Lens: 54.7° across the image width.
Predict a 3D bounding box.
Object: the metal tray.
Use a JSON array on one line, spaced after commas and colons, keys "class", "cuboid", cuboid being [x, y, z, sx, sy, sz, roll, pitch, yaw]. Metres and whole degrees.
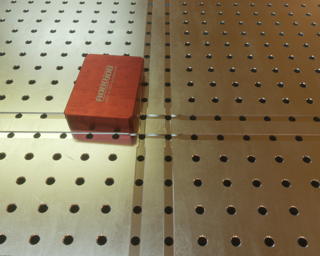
[{"class": "metal tray", "cuboid": [-0.075, -0.054, 0.449, 0.091, 0.030, 0.130, 4, 50, 3]}]
